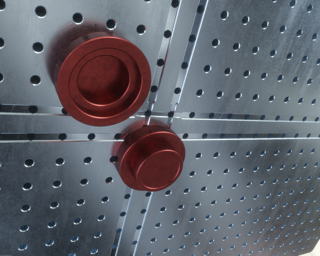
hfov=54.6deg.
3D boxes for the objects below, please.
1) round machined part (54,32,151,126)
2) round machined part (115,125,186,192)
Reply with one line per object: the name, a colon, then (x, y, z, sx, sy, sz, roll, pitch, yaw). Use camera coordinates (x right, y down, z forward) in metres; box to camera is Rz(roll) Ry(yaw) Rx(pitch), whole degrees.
round machined part: (-0.063, -0.054, 0.332, 0.099, 0.042, 0.097, -14, 124, -21)
round machined part: (-0.008, 0.048, 0.425, 0.099, 0.042, 0.097, -14, 124, -21)
